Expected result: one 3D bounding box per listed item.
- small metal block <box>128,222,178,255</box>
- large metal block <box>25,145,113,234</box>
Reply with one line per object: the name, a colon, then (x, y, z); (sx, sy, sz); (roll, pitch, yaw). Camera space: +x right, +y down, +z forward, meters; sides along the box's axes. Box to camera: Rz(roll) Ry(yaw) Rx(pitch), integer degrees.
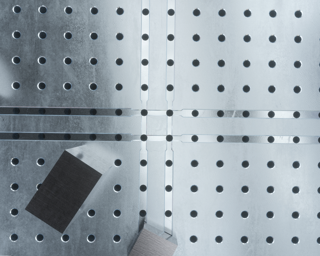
small metal block: (-0.011, 0.163, 0.413); (0.050, 0.025, 0.050); (28, 90, 0)
large metal block: (-0.107, 0.071, 0.385); (0.050, 0.080, 0.080); (34, 90, 0)
